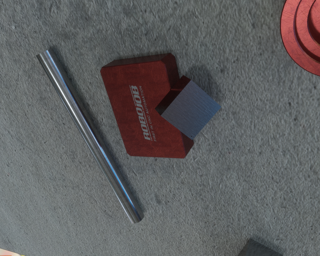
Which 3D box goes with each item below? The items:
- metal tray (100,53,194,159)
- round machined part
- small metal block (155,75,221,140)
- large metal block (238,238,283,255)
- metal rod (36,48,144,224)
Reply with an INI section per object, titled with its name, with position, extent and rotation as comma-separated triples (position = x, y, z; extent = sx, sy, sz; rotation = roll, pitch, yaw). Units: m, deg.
[metal tray]
position = -0.014, -0.024, 0.396
extent = 0.090, 0.030, 0.129
rotation = 0, 118, 28
[round machined part]
position = 0.154, -0.094, 0.257
extent = 0.098, 0.042, 0.097
rotation = 13, 124, 21
[small metal block]
position = 0.031, -0.023, 0.351
extent = 0.050, 0.025, 0.050
rotation = 37, 97, -26
[large metal block]
position = 0.129, 0.221, 0.441
extent = 0.050, 0.080, 0.079
rotation = 25, 127, 12
[metal rod]
position = -0.098, 0.024, 0.473
extent = 0.025, 0.025, 0.299
rotation = -13, 112, 33
